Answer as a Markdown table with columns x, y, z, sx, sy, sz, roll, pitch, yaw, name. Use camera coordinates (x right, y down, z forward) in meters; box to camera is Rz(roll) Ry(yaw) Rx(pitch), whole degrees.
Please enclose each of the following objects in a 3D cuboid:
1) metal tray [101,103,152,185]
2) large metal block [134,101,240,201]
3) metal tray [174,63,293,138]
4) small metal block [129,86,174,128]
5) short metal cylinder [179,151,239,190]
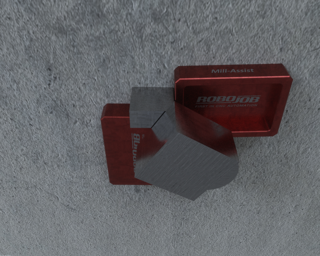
| x | y | z | sx | sy | sz | roll | pitch | yaw | name |
| --- | --- | --- | --- | --- | --- | --- | --- | --- | --- |
| -0.028 | 0.026 | 0.429 | 0.091 | 0.030 | 0.129 | 1 | 130 | -1 | metal tray |
| 0.028 | 0.029 | 0.350 | 0.080 | 0.050 | 0.080 | 26 | 126 | -21 | large metal block |
| 0.083 | -0.031 | 0.380 | 0.131 | 0.030 | 0.089 | -1 | 130 | 1 | metal tray |
| -0.009 | -0.026 | 0.371 | 0.050 | 0.050 | 0.025 | 1 | 130 | -1 | small metal block |
| 0.063 | 0.041 | 0.427 | 0.080 | 0.050 | 0.079 | 0 | 130 | 0 | short metal cylinder |
